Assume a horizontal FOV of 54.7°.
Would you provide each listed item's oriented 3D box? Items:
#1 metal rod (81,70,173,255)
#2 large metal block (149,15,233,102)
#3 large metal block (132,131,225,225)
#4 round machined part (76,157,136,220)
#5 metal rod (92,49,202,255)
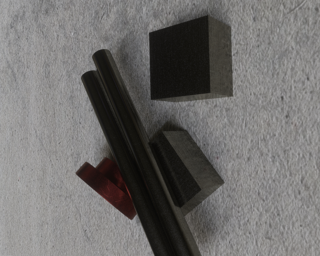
[{"bbox_3d":[-0.032,0.057,0.364,0.025,0.025,0.299,-40,66,32],"label":"metal rod"},{"bbox_3d":[0.035,-0.074,0.358,0.080,0.050,0.079,-2,89,39],"label":"large metal block"},{"bbox_3d":[0.015,0.060,0.374,0.080,0.050,0.080,-48,62,29],"label":"large metal block"},{"bbox_3d":[-0.062,0.076,0.419,0.098,0.098,0.042,29,71,36],"label":"round machined part"},{"bbox_3d":[-0.016,0.034,0.351,0.025,0.025,0.299,-38,66,33],"label":"metal rod"}]
